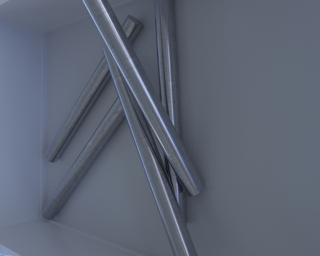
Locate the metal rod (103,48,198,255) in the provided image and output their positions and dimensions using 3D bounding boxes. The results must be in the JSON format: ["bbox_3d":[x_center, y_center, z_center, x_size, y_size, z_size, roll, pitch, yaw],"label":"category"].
[{"bbox_3d":[-0.018,0.022,0.389,0.025,0.025,0.299,-35,67,35],"label":"metal rod"}]

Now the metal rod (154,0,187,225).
[{"bbox_3d":[0.013,-0.027,0.396,0.025,0.025,0.298,-6,86,40],"label":"metal rod"}]

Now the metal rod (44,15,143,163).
[{"bbox_3d":[-0.118,-0.048,0.504,0.298,0.025,0.025,-51,60,28],"label":"metal rod"}]

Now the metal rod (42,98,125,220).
[{"bbox_3d":[-0.127,0.057,0.511,0.298,0.025,0.025,-52,60,27],"label":"metal rod"}]

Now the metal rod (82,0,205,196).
[{"bbox_3d":[-0.026,-0.055,0.351,0.025,0.025,0.299,-21,101,38],"label":"metal rod"}]
